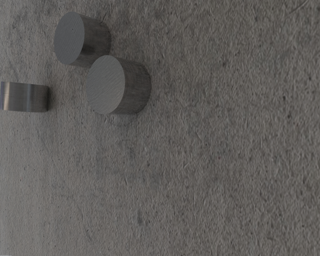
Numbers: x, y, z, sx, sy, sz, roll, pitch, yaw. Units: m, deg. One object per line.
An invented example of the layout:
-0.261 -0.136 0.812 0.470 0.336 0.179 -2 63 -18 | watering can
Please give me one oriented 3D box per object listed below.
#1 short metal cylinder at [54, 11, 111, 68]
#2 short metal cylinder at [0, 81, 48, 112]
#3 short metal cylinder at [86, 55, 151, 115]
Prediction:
-0.123 -0.137 0.491 0.080 0.050 0.080 0 90 40 | short metal cylinder
-0.253 -0.057 0.578 0.080 0.081 0.050 9 96 39 | short metal cylinder
-0.059 -0.058 0.438 0.080 0.050 0.080 0 90 40 | short metal cylinder
